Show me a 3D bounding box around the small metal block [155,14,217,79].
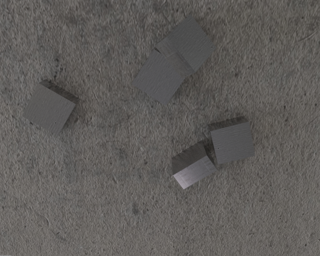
[{"bbox_3d":[0.031,-0.095,0.360,0.050,0.025,0.050,48,59,-15],"label":"small metal block"}]

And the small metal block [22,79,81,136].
[{"bbox_3d":[-0.139,-0.027,0.399,0.050,0.025,0.050,31,107,-11],"label":"small metal block"}]

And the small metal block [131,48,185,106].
[{"bbox_3d":[0.000,-0.065,0.386,0.050,0.025,0.050,32,107,-11],"label":"small metal block"}]

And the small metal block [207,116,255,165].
[{"bbox_3d":[0.096,0.016,0.416,0.050,0.025,0.050,-14,110,5],"label":"small metal block"}]

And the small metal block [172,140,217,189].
[{"bbox_3d":[0.044,0.048,0.414,0.050,0.050,0.025,-32,107,11],"label":"small metal block"}]
